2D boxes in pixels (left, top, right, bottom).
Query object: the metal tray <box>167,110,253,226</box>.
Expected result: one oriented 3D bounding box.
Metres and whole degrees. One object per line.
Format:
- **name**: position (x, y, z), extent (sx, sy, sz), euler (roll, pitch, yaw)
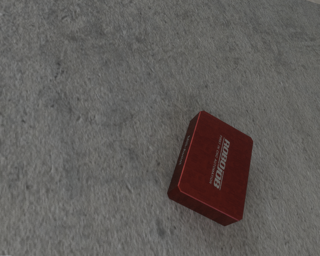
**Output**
- **metal tray**: position (0.071, 0.049, 0.408), extent (0.090, 0.030, 0.130), euler (29, 52, -10)
